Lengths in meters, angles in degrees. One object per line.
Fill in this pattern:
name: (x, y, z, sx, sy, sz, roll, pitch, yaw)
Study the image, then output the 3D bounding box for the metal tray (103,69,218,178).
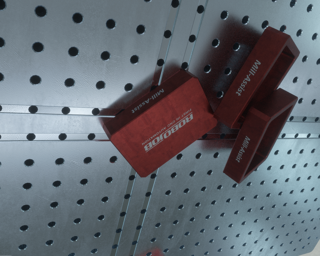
metal tray: (0.004, -0.004, 0.407, 0.130, 0.030, 0.090, -36, 129, -4)

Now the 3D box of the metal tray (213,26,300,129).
metal tray: (0.132, -0.060, 0.418, 0.090, 0.030, 0.129, 3, 120, -58)

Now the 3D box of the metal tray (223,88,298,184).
metal tray: (0.147, 0.013, 0.459, 0.091, 0.030, 0.129, -29, 144, -38)
